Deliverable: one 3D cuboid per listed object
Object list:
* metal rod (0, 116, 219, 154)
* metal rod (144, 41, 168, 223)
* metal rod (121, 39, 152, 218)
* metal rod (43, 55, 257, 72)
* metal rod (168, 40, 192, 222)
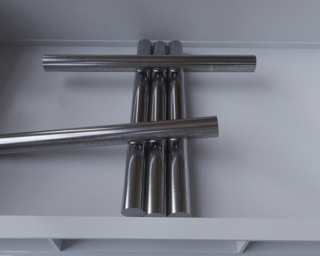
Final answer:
[{"bbox_3d":[-0.083,0.011,0.370,0.302,0.025,0.025,-5,50,5],"label":"metal rod"},{"bbox_3d":[-0.002,-0.020,0.421,0.025,0.025,0.300,1,50,1],"label":"metal rod"},{"bbox_3d":[-0.027,-0.025,0.425,0.025,0.025,0.300,1,50,0],"label":"metal rod"},{"bbox_3d":[-0.015,-0.094,0.449,0.302,0.025,0.025,0,50,0],"label":"metal rod"},{"bbox_3d":[0.023,-0.021,0.421,0.025,0.025,0.300,1,50,1],"label":"metal rod"}]
